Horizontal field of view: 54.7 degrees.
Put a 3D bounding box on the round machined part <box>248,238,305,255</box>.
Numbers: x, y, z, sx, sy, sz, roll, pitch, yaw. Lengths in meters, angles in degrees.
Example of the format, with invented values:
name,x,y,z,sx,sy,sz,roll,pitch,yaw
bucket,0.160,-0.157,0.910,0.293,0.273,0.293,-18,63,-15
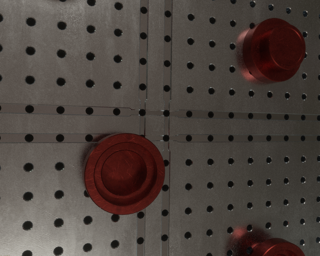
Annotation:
name,x,y,z,sx,sy,sz,roll,pitch,yaw
round machined part,0.171,0.215,0.469,0.099,0.042,0.097,0,90,-21

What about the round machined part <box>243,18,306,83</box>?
name,x,y,z,sx,sy,sz,roll,pitch,yaw
round machined part,0.180,-0.119,0.472,0.099,0.042,0.097,0,90,-21

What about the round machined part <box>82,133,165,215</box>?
name,x,y,z,sx,sy,sz,roll,pitch,yaw
round machined part,-0.047,0.055,0.387,0.099,0.042,0.097,0,90,-21
